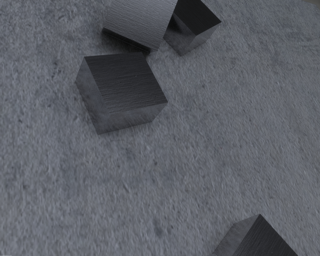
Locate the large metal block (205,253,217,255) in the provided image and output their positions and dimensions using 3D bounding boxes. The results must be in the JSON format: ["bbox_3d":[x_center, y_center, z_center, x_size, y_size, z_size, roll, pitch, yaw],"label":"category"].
[{"bbox_3d":[0.046,0.186,0.301,0.080,0.050,0.081,49,51,5],"label":"large metal block"}]

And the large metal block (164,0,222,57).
[{"bbox_3d":[0.043,-0.178,0.522,0.080,0.050,0.080,48,51,5],"label":"large metal block"}]

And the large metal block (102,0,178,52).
[{"bbox_3d":[-0.031,-0.163,0.446,0.080,0.050,0.080,20,95,-17],"label":"large metal block"}]

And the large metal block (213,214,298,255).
[{"bbox_3d":[0.107,0.160,0.350,0.080,0.050,0.080,49,51,5],"label":"large metal block"}]

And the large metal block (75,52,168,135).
[{"bbox_3d":[-0.050,-0.046,0.390,0.081,0.050,0.080,-15,70,-34],"label":"large metal block"}]
